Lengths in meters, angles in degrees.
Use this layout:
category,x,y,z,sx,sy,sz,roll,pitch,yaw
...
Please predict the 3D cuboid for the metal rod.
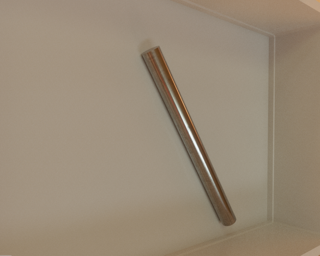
category,x,y,z,sx,sy,sz,roll,pitch,yaw
metal rod,0.050,0.025,0.450,0.025,0.025,0.299,-40,115,-33
